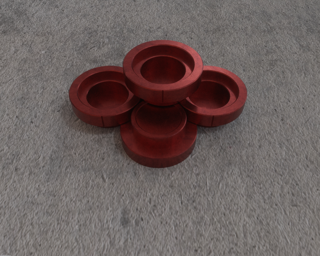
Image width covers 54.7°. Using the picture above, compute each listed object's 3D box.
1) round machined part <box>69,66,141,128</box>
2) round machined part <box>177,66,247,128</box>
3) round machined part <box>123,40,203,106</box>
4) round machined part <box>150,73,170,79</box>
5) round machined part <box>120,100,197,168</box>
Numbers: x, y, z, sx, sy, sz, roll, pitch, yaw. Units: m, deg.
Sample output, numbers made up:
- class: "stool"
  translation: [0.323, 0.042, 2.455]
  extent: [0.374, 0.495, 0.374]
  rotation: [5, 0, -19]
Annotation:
- class: "round machined part"
  translation: [-0.070, -0.038, 0.425]
  extent: [0.099, 0.042, 0.098]
  rotation: [0, 50, 0]
- class: "round machined part"
  translation: [0.066, -0.039, 0.427]
  extent: [0.099, 0.042, 0.098]
  rotation: [0, 50, 0]
- class: "round machined part"
  translation: [0.004, -0.066, 0.394]
  extent: [0.099, 0.042, 0.098]
  rotation: [0, 50, 0]
- class: "round machined part"
  translation: [-0.001, -0.077, 0.458]
  extent: [0.099, 0.042, 0.098]
  rotation: [0, 50, 0]
- class: "round machined part"
  translation: [-0.002, -0.001, 0.394]
  extent: [0.099, 0.042, 0.098]
  rotation: [0, 50, 0]
